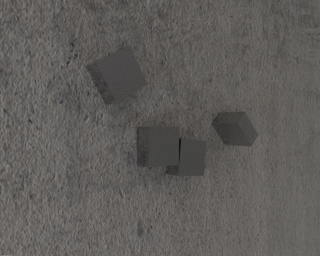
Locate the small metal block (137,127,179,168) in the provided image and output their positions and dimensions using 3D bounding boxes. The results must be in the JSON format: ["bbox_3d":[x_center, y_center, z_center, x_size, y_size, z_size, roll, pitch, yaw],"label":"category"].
[{"bbox_3d":[-0.002,0.024,0.403,0.050,0.025,0.050,1,90,-40],"label":"small metal block"}]

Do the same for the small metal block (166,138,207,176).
[{"bbox_3d":[0.037,0.041,0.436,0.050,0.025,0.050,8,85,-40],"label":"small metal block"}]

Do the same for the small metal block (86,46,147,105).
[{"bbox_3d":[-0.050,-0.061,0.363,0.050,0.025,0.050,-38,113,-33],"label":"small metal block"}]

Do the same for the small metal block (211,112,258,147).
[{"bbox_3d":[0.117,0.002,0.486,0.025,0.050,0.050,-52,121,-27],"label":"small metal block"}]
